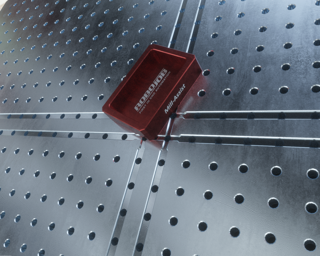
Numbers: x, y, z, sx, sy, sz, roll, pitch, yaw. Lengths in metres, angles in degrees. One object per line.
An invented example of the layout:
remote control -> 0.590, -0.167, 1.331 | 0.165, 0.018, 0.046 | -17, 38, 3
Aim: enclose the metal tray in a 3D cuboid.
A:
metal tray -> -0.012, -0.056, 0.446 | 0.090, 0.030, 0.130 | 26, 76, 37
